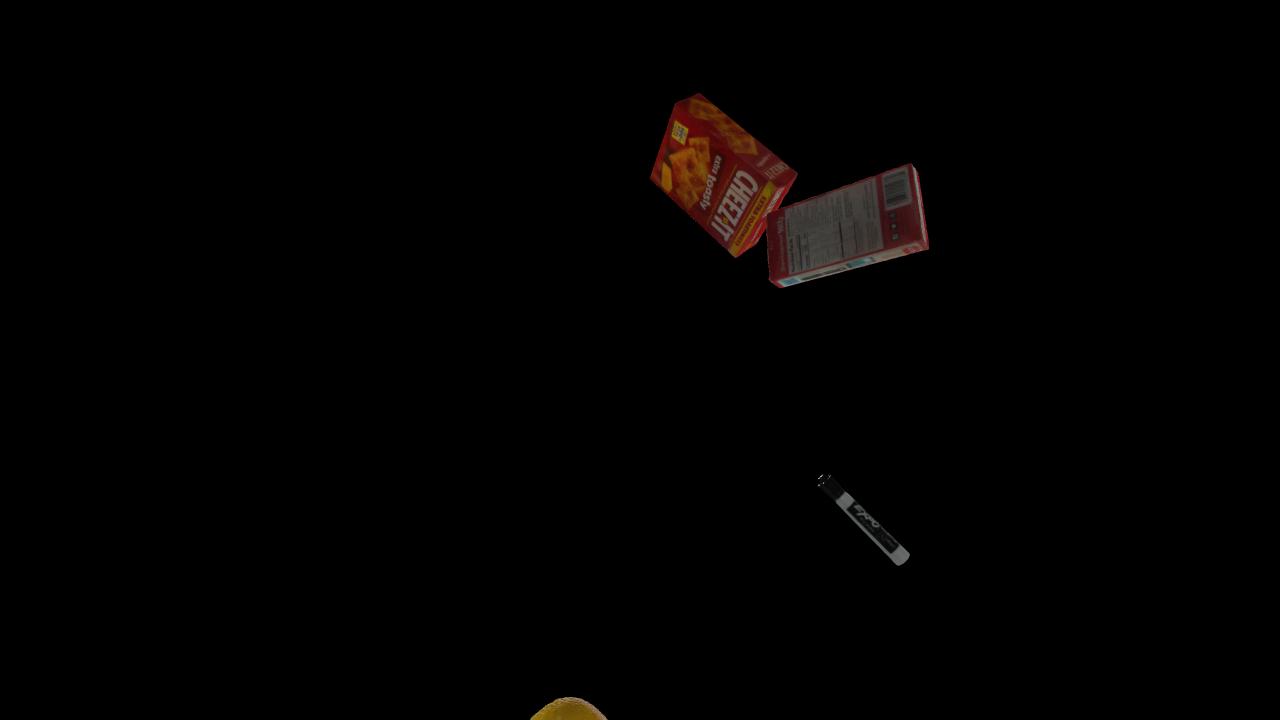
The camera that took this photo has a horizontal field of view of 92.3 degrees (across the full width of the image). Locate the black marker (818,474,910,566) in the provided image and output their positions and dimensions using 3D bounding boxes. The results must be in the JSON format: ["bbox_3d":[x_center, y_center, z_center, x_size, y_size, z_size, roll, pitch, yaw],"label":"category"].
[{"bbox_3d":[0.241,0.172,0.670,0.020,0.121,0.020,-43,-10,-9],"label":"black marker"}]

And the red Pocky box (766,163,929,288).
[{"bbox_3d":[0.203,-0.131,0.619,0.155,0.083,0.028,-12,-19,38],"label":"red Pocky box"}]

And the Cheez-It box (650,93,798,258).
[{"bbox_3d":[0.131,-0.305,1.027,0.071,0.223,0.166,-37,-15,-31],"label":"Cheez-It box"}]

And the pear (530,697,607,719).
[{"bbox_3d":[-0.034,0.276,0.425,0.111,0.080,0.080,-26,-13,28],"label":"pear"}]
